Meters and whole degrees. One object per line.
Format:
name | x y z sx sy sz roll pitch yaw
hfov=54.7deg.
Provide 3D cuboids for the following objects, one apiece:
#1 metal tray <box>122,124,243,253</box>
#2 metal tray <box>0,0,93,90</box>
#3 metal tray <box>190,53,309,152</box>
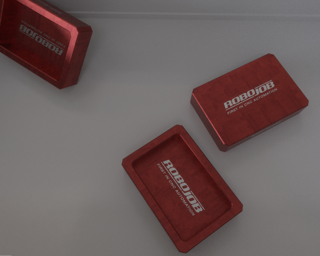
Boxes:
metal tray | 0.025 0.071 0.380 0.090 0.030 0.130 -33 73 -11
metal tray | -0.163 -0.123 0.421 0.130 0.089 0.030 32 29 10
metal tray | 0.119 -0.036 0.421 0.131 0.030 0.090 -26 72 -9
